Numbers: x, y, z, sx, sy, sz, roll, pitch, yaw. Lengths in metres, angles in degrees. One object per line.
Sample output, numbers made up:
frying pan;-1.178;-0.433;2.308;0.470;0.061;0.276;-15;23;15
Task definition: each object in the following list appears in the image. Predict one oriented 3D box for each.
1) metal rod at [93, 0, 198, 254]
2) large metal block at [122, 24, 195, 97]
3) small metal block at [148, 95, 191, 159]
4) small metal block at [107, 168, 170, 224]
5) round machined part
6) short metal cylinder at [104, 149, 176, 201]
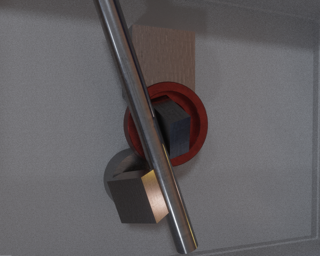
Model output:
metal rod;-0.015;-0.007;0.330;0.025;0.025;0.298;-20;97;-19
large metal block;-0.003;-0.080;0.394;0.081;0.050;0.079;0;90;-21
small metal block;0.009;-0.002;0.349;0.025;0.050;0.050;-20;132;-23
small metal block;-0.023;0.074;0.333;0.025;0.050;0.050;-26;100;-52
round machined part;0.004;-0.004;0.371;0.099;0.042;0.097;0;90;-21
short metal cylinder;-0.026;0.066;0.388;0.081;0.050;0.079;0;90;-21
